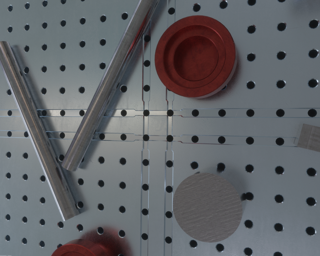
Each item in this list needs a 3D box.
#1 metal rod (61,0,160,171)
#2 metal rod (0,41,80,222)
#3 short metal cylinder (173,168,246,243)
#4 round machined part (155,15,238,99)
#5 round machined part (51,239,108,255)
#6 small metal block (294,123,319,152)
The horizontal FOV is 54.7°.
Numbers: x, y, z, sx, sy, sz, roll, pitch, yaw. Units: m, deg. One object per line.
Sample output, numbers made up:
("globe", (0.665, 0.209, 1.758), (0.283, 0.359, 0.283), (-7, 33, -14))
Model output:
("metal rod", (-0.066, -0.073, 0.435), (0.025, 0.025, 0.299), (31, 100, 17))
("metal rod", (-0.194, -0.001, 0.481), (0.025, 0.025, 0.299), (-28, 81, 18))
("short metal cylinder", (0.061, 0.091, 0.377), (0.080, 0.050, 0.080), (0, 90, 20))
("round machined part", (0.047, -0.085, 0.387), (0.098, 0.042, 0.097), (0, 90, 20))
("round machined part", (-0.108, 0.207, 0.442), (0.098, 0.042, 0.097), (0, 90, 20))
("small metal block", (0.177, 0.013, 0.337), (0.050, 0.050, 0.025), (15, 95, 19))
